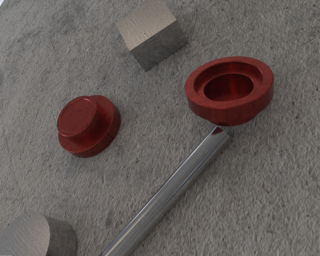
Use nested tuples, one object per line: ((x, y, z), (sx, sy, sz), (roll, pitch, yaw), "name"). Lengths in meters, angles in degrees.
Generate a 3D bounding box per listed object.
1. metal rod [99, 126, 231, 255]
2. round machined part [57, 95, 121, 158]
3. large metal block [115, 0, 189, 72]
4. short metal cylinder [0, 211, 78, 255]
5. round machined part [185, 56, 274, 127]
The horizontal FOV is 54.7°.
((-0.028, 0.116, 0.347), (0.300, 0.025, 0.025), (-48, 51, -6), "metal rod")
((-0.111, -0.009, 0.457), (0.098, 0.042, 0.098), (-13, 56, 21), "round machined part")
((-0.013, -0.149, 0.486), (0.080, 0.050, 0.080), (-32, 52, 7), "large metal block")
((-0.148, 0.148, 0.375), (0.080, 0.050, 0.080), (-13, 56, 21), "short metal cylinder")
((0.081, -0.039, 0.363), (0.098, 0.042, 0.098), (-10, 42, 10), "round machined part")
